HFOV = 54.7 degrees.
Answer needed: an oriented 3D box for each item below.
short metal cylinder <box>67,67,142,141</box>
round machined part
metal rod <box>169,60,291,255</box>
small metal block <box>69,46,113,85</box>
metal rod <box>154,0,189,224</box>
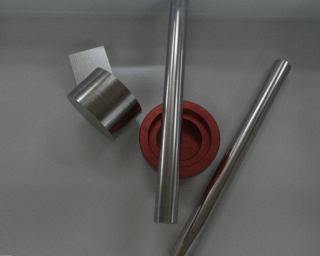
[{"bbox_3d":[-0.069,-0.029,0.390,0.080,0.080,0.050,39,75,13],"label":"short metal cylinder"},{"bbox_3d":[0.024,0.017,0.395,0.099,0.042,0.098,0,70,-1],"label":"round machined part"},{"bbox_3d":[0.098,0.031,0.399,0.025,0.025,0.300,30,72,10],"label":"metal rod"},{"bbox_3d":[-0.096,-0.083,0.439,0.050,0.025,0.050,-18,71,-7],"label":"small metal block"},{"bbox_3d":[0.017,-0.039,0.379,0.025,0.025,0.299,4,69,1],"label":"metal rod"}]
